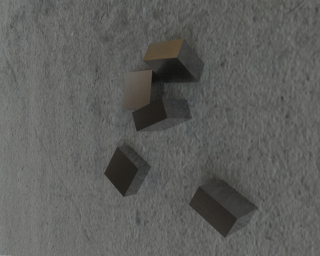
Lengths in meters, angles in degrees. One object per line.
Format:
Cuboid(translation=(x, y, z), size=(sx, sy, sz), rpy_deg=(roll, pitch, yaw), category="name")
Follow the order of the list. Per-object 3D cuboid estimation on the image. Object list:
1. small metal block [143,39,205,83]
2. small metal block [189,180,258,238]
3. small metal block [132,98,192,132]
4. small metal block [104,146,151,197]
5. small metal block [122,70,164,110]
Cuboid(translation=(0.017, -0.078, 0.369), size=(0.050, 0.050, 0.025), rpy_deg=(5, 68, 39), category="small metal block")
Cuboid(translation=(0.068, 0.084, 0.331), size=(0.050, 0.050, 0.025), rpy_deg=(38, 113, 33), category="small metal block")
Cuboid(translation=(0.003, -0.015, 0.385), size=(0.050, 0.050, 0.025), rpy_deg=(-23, 76, 37), category="small metal block")
Cuboid(translation=(-0.047, 0.061, 0.442), size=(0.050, 0.025, 0.050), rpy_deg=(42, 115, 31), category="small metal block")
Cuboid(translation=(-0.023, -0.049, 0.418), size=(0.050, 0.025, 0.050), rpy_deg=(2, 86, 40), category="small metal block")
